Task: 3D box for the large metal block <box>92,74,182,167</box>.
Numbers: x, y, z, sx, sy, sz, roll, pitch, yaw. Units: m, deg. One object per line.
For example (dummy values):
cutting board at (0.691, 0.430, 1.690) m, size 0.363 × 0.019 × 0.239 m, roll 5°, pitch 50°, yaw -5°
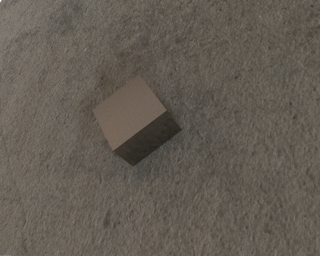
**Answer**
large metal block at (-0.031, -0.011, 0.409) m, size 0.080 × 0.050 × 0.080 m, roll -37°, pitch 51°, yaw 3°
